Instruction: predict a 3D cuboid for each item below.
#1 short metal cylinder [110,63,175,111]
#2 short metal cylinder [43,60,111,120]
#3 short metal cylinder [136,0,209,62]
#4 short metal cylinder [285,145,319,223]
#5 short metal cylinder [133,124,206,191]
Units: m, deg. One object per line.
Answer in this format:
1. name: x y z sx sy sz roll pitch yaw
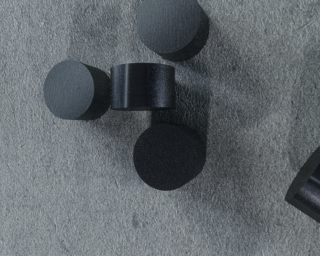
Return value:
1. short metal cylinder: -0.021 -0.048 0.387 0.080 0.080 0.050 -1 90 20
2. short metal cylinder: -0.114 -0.051 0.436 0.080 0.050 0.080 0 90 20
3. short metal cylinder: 0.017 -0.128 0.390 0.080 0.050 0.080 0 90 20
4. short metal cylinder: 0.174 0.057 0.318 0.050 0.080 0.080 34 101 17
5. short metal cylinder: 0.013 0.035 0.391 0.080 0.050 0.080 0 90 20
